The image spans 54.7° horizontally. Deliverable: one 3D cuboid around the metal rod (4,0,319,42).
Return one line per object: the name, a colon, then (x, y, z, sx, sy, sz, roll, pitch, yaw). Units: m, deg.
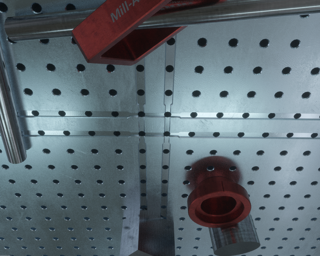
metal rod: (-0.006, -0.107, 0.294, 0.301, 0.025, 0.025, -2, 131, 11)

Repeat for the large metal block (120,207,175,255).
large metal block: (-0.021, 0.199, 0.545, 0.080, 0.080, 0.050, 33, 123, -25)

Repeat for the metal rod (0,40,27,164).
metal rod: (-0.187, -0.070, 0.348, 0.025, 0.025, 0.298, 5, 130, -5)

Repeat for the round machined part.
round machined part: (0.093, 0.116, 0.501, 0.099, 0.042, 0.097, -1, 130, 0)

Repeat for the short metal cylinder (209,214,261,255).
short metal cylinder: (0.130, 0.189, 0.547, 0.081, 0.050, 0.080, -5, 143, -4)

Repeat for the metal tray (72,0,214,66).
metal tray: (-0.003, -0.105, 0.279, 0.130, 0.090, 0.030, -31, 87, 23)
